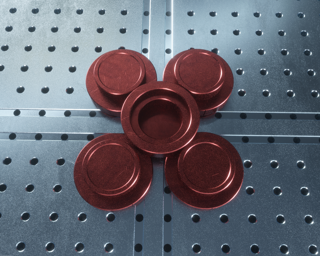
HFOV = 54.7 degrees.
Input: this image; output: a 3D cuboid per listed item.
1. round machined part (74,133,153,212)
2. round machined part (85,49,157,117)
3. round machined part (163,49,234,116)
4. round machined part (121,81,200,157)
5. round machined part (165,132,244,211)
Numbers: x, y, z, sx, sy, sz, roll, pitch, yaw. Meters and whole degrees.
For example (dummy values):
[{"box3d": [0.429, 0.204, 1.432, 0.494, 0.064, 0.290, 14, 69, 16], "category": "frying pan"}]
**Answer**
[{"box3d": [-0.058, 0.052, 0.383, 0.099, 0.042, 0.098, 0, 70, -1], "category": "round machined part"}, {"box3d": [-0.053, -0.068, 0.426, 0.099, 0.042, 0.098, 0, 70, -1], "category": "round machined part"}, {"box3d": [0.053, -0.069, 0.428, 0.099, 0.042, 0.098, 0, 70, -1], "category": "round machined part"}, {"box3d": [0.001, -0.009, 0.404, 0.099, 0.042, 0.098, 0, 70, -1], "category": "round machined part"}, {"box3d": [0.055, 0.051, 0.384, 0.099, 0.042, 0.098, 0, 70, -1], "category": "round machined part"}]
